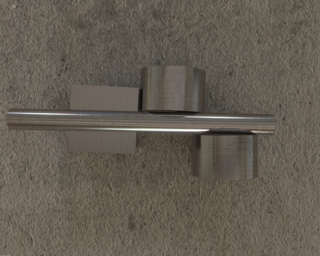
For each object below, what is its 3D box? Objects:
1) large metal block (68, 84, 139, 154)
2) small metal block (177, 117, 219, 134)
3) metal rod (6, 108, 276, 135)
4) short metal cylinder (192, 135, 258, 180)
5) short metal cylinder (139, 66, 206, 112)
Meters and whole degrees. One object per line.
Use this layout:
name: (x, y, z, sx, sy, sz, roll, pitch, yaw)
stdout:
large metal block: (-0.068, -0.011, 0.395, 0.081, 0.050, 0.079, 3, 90, -1)
small metal block: (0.046, -0.005, 0.398, 0.050, 0.050, 0.025, 1, 90, -1)
metal rod: (-0.020, -0.007, 0.360, 0.302, 0.025, 0.025, 1, 90, -2)
short metal cylinder: (0.080, 0.033, 0.384, 0.081, 0.080, 0.050, 0, 90, -1)
short metal cylinder: (0.016, -0.045, 0.385, 0.081, 0.080, 0.050, 2, 90, -1)
